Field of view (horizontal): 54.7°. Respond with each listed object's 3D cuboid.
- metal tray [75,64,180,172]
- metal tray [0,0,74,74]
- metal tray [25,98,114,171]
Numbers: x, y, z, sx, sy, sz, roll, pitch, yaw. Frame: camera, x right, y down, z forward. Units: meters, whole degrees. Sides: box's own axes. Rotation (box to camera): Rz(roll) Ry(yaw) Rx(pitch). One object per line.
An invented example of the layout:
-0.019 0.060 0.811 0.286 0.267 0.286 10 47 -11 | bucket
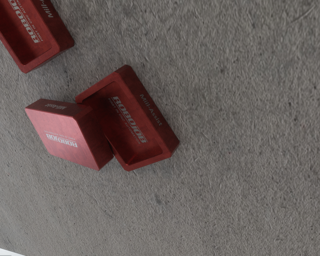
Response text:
-0.045 -0.009 0.421 0.090 0.030 0.130 -24 106 36 | metal tray
-0.183 -0.147 0.408 0.090 0.030 0.130 -18 109 35 | metal tray
-0.134 0.007 0.454 0.130 0.030 0.090 10 130 39 | metal tray
